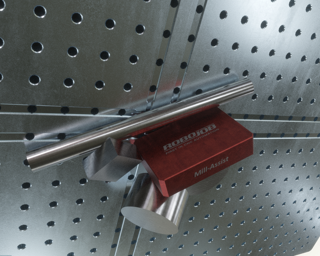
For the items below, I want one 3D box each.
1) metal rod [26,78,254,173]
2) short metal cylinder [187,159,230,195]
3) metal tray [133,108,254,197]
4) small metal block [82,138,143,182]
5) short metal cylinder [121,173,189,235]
[{"bbox_3d":[-0.011,-0.010,0.394,0.302,0.025,0.025,-20,126,-17],"label":"metal rod"},{"bbox_3d":[0.053,0.050,0.444,0.081,0.050,0.079,-18,135,-19],"label":"short metal cylinder"},{"bbox_3d":[0.042,0.025,0.403,0.131,0.090,0.030,-24,127,-14],"label":"metal tray"},{"bbox_3d":[-0.058,0.041,0.384,0.050,0.025,0.050,-39,151,18],"label":"small metal block"},{"bbox_3d":[-0.006,0.104,0.423,0.080,0.080,0.050,56,44,-39],"label":"short metal cylinder"}]
